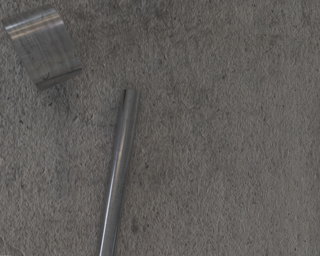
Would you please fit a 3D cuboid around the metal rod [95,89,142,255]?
[{"bbox_3d":[-0.059,0.100,0.387,0.025,0.025,0.298,10,87,-20],"label":"metal rod"}]

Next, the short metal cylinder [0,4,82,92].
[{"bbox_3d":[-0.126,-0.085,0.333,0.050,0.080,0.080,-29,100,-18],"label":"short metal cylinder"}]
